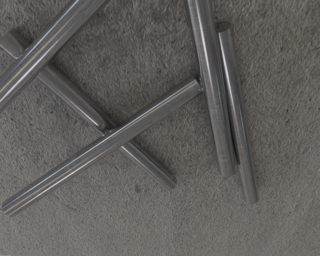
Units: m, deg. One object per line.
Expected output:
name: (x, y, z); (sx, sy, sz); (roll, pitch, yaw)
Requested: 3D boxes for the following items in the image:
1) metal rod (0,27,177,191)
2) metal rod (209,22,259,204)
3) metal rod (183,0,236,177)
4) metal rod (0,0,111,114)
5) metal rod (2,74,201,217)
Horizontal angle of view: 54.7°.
metal rod: (-0.073, -0.005, 0.402); (0.025, 0.025, 0.300); (-29, 125, 22)
metal rod: (0.105, 0.005, 0.411); (0.025, 0.025, 0.299); (-13, 129, 11)
metal rod: (0.060, -0.044, 0.348); (0.025, 0.025, 0.299); (-11, 133, 9)
metal rod: (-0.090, -0.099, 0.298); (0.299, 0.025, 0.025); (-38, 121, 19)
metal rod: (-0.079, 0.028, 0.390); (0.300, 0.025, 0.025); (-33, 124, 10)
